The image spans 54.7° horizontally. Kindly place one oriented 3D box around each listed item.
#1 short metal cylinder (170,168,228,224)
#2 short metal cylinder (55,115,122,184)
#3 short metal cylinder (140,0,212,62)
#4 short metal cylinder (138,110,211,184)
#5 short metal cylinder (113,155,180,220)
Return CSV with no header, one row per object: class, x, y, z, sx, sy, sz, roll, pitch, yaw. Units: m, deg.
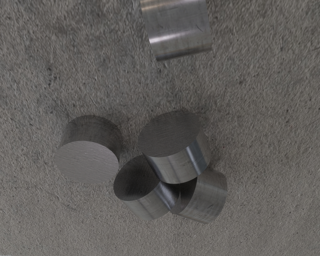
short metal cylinder,0.053,0.093,0.450,0.050,0.080,0.080,24,126,-19
short metal cylinder,-0.093,0.029,0.415,0.081,0.050,0.079,0,130,0
short metal cylinder,0.015,-0.105,0.282,0.050,0.080,0.080,-11,130,9
short metal cylinder,0.019,0.023,0.391,0.080,0.080,0.050,-16,128,13
short metal cylinder,-0.018,0.083,0.441,0.080,0.080,0.050,-21,127,17
